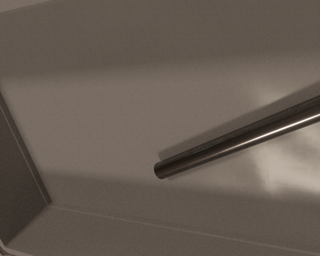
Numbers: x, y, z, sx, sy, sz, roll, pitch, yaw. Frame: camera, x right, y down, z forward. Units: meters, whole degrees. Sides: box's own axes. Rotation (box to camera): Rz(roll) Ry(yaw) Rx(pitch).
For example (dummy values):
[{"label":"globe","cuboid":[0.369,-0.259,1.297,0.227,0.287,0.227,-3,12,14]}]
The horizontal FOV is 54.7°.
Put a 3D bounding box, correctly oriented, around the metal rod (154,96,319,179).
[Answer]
[{"label":"metal rod","cuboid":[0.107,0.007,0.355,0.299,0.025,0.025,-27,104,37]}]
